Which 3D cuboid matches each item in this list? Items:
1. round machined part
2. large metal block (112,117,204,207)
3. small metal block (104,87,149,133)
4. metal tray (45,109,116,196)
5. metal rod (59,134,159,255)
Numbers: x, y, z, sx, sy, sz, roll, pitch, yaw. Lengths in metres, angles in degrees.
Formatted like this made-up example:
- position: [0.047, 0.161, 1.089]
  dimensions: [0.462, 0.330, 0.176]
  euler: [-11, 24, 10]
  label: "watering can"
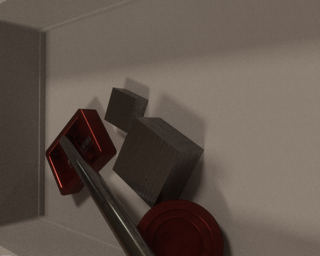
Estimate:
- position: [0.020, 0.132, 0.356]
  dimensions: [0.099, 0.042, 0.098]
  euler: [0, 78, -1]
  label: "round machined part"
- position: [-0.004, 0.040, 0.392]
  dimensions: [0.080, 0.050, 0.079]
  euler: [37, 113, 33]
  label: "large metal block"
- position: [-0.049, -0.026, 0.445]
  dimensions: [0.050, 0.025, 0.050]
  euler: [28, 108, 36]
  label: "small metal block"
- position: [-0.135, 0.041, 0.511]
  dimensions: [0.129, 0.030, 0.090]
  euler: [-44, 64, 30]
  label: "metal tray"
- position: [-0.080, 0.078, 0.399]
  dimensions: [0.300, 0.025, 0.025]
  euler: [36, 113, 52]
  label: "metal rod"
